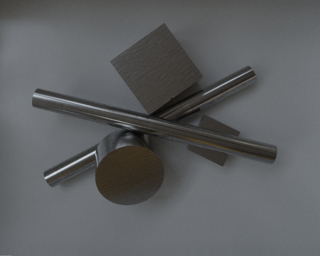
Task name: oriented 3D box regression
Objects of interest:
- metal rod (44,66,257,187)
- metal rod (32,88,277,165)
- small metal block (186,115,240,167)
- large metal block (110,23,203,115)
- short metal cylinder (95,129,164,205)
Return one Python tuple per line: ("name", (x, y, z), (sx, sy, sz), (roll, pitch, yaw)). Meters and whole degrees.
("metal rod", (-0.012, -0.002, 0.409), (0.301, 0.025, 0.025), (-27, 90, -1))
("metal rod", (-0.006, -0.002, 0.385), (0.302, 0.025, 0.025), (14, 90, -1))
("small metal block", (0.069, 0.016, 0.409), (0.050, 0.025, 0.050), (27, 90, -1))
("large metal block", (-0.004, -0.071, 0.397), (0.080, 0.050, 0.080), (-36, 90, 0))
("short metal cylinder", (-0.039, 0.047, 0.383), (0.081, 0.050, 0.079), (-5, 112, -11))
